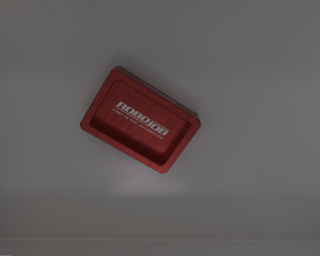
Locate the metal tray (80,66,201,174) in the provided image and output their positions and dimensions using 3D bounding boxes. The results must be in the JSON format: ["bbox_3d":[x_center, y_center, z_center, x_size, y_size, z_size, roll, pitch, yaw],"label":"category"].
[{"bbox_3d":[-0.025,-0.009,0.405,0.130,0.030,0.090,31,107,-11],"label":"metal tray"}]
